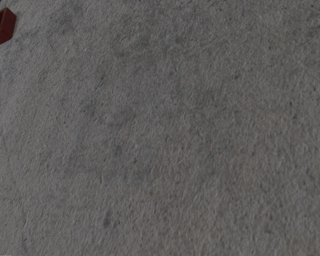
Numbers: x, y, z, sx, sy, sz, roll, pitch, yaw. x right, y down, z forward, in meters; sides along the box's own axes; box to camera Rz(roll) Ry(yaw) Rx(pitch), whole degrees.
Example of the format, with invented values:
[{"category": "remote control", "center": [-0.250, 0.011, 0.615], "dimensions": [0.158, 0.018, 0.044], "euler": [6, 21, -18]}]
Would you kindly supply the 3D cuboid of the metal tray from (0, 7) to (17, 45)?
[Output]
[{"category": "metal tray", "center": [-0.418, -0.232, 0.757], "dimensions": [0.130, 0.030, 0.090], "euler": [-20, 54, 16]}]
